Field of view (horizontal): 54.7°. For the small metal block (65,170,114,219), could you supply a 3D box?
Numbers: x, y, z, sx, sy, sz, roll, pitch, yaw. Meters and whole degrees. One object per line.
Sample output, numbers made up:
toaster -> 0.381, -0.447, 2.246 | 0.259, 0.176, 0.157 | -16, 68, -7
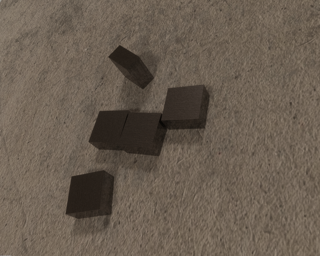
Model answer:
small metal block -> -0.089, 0.086, 0.396 | 0.050, 0.025, 0.050 | -13, 56, 20

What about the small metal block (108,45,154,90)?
small metal block -> -0.043, -0.091, 0.464 | 0.025, 0.050, 0.050 | -48, 52, -5

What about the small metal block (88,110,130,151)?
small metal block -> -0.066, 0.003, 0.435 | 0.050, 0.025, 0.050 | 0, 62, 28

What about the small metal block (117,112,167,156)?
small metal block -> -0.021, 0.007, 0.409 | 0.050, 0.025, 0.050 | 3, 63, 29

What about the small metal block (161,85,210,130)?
small metal block -> 0.034, -0.026, 0.401 | 0.050, 0.025, 0.050 | -2, 61, 26
